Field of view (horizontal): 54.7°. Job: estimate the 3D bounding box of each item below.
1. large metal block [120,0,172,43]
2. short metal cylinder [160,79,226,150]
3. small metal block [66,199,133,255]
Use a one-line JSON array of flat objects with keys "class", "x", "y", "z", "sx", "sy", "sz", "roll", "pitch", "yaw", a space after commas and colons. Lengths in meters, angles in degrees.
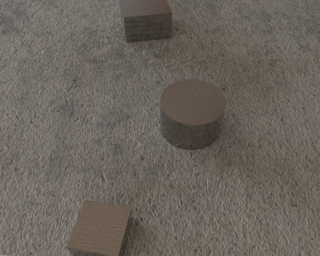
[{"class": "large metal block", "x": -0.027, "y": -0.201, "z": 0.555, "sx": 0.081, "sy": 0.050, "sz": 0.080, "roll": -8, "pitch": 51, "yaw": -7}, {"class": "short metal cylinder", "x": 0.041, "y": -0.018, "z": 0.403, "sx": 0.081, "sy": 0.050, "sz": 0.080, "roll": 0, "pitch": 50, "yaw": 0}, {"class": "small metal block", "x": -0.059, "y": 0.105, "z": 0.314, "sx": 0.050, "sy": 0.025, "sz": 0.050, "roll": 9, "pitch": 51, "yaw": 7}]
